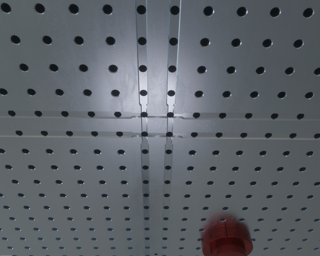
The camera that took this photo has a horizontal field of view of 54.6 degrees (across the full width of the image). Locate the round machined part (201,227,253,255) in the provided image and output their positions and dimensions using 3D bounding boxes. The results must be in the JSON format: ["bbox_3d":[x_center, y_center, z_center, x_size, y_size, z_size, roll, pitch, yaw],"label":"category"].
[{"bbox_3d":[0.132,0.238,0.604,0.099,0.042,0.097,0,130,0],"label":"round machined part"}]
